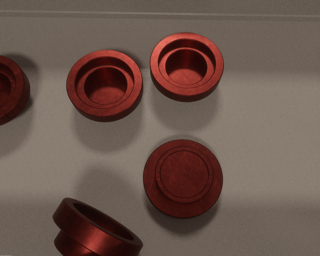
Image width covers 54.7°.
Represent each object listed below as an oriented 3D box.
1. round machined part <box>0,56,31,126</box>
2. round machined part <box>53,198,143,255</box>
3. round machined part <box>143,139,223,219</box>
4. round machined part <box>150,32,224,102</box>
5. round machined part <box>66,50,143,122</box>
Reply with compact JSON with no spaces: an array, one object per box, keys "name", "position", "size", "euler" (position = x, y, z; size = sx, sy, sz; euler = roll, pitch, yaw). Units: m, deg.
[{"name":"round machined part","position":[-0.223,-0.045,0.414],"size":[0.099,0.042,0.098],"euler":[0,70,-1]},{"name":"round machined part","position":[-0.070,0.117,0.328],"size":[0.098,0.098,0.042],"euler":[29,80,10]},{"name":"round machined part","position":[0.028,0.060,0.379],"size":[0.099,0.042,0.098],"euler":[0,70,-1]},{"name":"round machined part","position":[0.036,-0.080,0.430],"size":[0.099,0.042,0.098],"euler":[0,70,-1]},{"name":"round machined part","position":[-0.071,-0.053,0.419],"size":[0.099,0.042,0.098],"euler":[0,70,-1]}]
